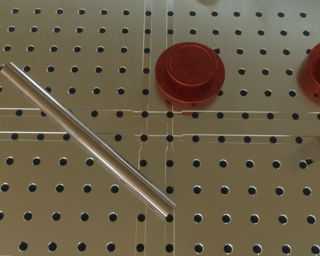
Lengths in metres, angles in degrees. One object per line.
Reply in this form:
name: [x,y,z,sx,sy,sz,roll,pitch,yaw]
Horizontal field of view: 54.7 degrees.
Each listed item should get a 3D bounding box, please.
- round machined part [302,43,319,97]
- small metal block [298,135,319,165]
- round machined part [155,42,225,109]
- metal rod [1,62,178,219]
round machined part: [0.259,-0.086,0.436,0.099,0.042,0.098,0,70,0]
small metal block: [0.213,0.021,0.392,0.050,0.050,0.025,-21,72,-8]
round machined part: [0.042,-0.080,0.432,0.099,0.042,0.098,0,70,0]
metal rod: [-0.101,0.009,0.407,0.300,0.025,0.025,39,75,13]
